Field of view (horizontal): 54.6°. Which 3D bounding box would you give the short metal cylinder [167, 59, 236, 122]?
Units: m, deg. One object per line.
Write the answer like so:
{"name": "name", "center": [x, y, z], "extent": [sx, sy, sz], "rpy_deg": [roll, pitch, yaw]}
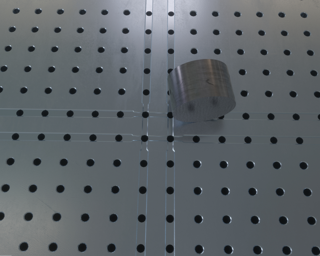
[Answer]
{"name": "short metal cylinder", "center": [0.052, -0.045, 0.400], "extent": [0.080, 0.080, 0.050], "rpy_deg": [-7, 70, -3]}
